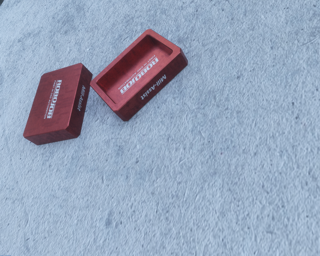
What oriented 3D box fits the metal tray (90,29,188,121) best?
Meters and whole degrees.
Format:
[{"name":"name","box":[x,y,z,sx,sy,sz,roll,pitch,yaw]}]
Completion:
[{"name":"metal tray","box":[-0.034,-0.083,0.468,0.130,0.030,0.090,-43,51,-2]}]

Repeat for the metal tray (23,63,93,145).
[{"name":"metal tray","box":[-0.167,-0.041,0.513,0.090,0.030,0.130,-10,57,22]}]
